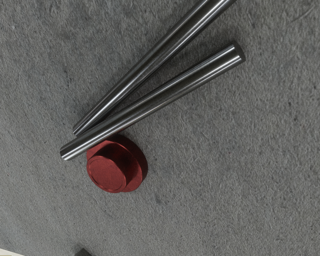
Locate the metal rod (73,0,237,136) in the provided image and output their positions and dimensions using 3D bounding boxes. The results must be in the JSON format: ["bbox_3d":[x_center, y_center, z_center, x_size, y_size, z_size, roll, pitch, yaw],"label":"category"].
[{"bbox_3d":[-0.027,-0.064,0.381,0.025,0.025,0.299,49,129,-6],"label":"metal rod"}]

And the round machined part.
[{"bbox_3d":[-0.071,0.060,0.471,0.098,0.042,0.097,13,124,21],"label":"round machined part"}]

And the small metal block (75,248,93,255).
[{"bbox_3d":[-0.166,0.296,0.678,0.050,0.025,0.050,42,129,-1],"label":"small metal block"}]

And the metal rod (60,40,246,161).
[{"bbox_3d":[-0.031,-0.020,0.396,0.299,0.025,0.025,-28,103,32],"label":"metal rod"}]
